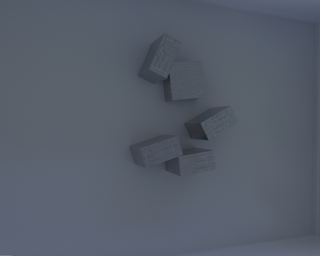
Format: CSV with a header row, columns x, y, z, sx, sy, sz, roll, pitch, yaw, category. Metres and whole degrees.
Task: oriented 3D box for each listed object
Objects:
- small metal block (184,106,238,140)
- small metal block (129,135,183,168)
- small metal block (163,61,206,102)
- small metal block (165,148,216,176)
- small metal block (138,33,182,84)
x,y,z,sx,sy,sz,roll,pitch,yaw,category
0.069,-0.007,0.424,0.050,0.050,0.025,-29,100,-18,small metal block
-0.006,0.028,0.396,0.050,0.050,0.025,-18,96,-19,small metal block
0.032,-0.064,0.424,0.050,0.025,0.050,-7,93,-21,small metal block
0.039,0.044,0.413,0.050,0.050,0.025,-8,93,-20,small metal block
-0.001,-0.087,0.398,0.025,0.050,0.050,25,82,-18,small metal block
